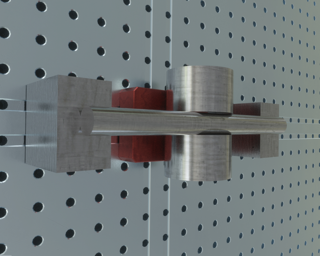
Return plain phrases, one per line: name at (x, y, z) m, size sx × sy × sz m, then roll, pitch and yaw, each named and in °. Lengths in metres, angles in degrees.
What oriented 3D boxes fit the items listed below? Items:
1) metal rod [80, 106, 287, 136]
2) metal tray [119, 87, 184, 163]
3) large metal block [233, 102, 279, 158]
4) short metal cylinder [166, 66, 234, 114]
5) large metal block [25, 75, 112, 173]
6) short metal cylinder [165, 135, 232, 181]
metal rod at (0.056, -0.005, 0.351) m, size 0.302 × 0.025 × 0.025 m, roll 1°, pitch 90°, yaw -40°
metal tray at (0.009, -0.003, 0.413) m, size 0.131 × 0.030 × 0.089 m, roll 2°, pitch 89°, yaw -40°
large metal block at (0.136, 0.003, 0.485) m, size 0.050 × 0.080 × 0.080 m, roll 1°, pitch 90°, yaw -40°
short metal cylinder at (0.048, -0.043, 0.374) m, size 0.081 × 0.080 × 0.050 m, roll 1°, pitch 90°, yaw -40°
large metal block at (-0.089, -0.003, 0.297) m, size 0.050 × 0.080 × 0.080 m, roll 1°, pitch 90°, yaw -40°
short metal cylinder at (0.046, 0.032, 0.372) m, size 0.081 × 0.080 × 0.050 m, roll 1°, pitch 90°, yaw -40°
